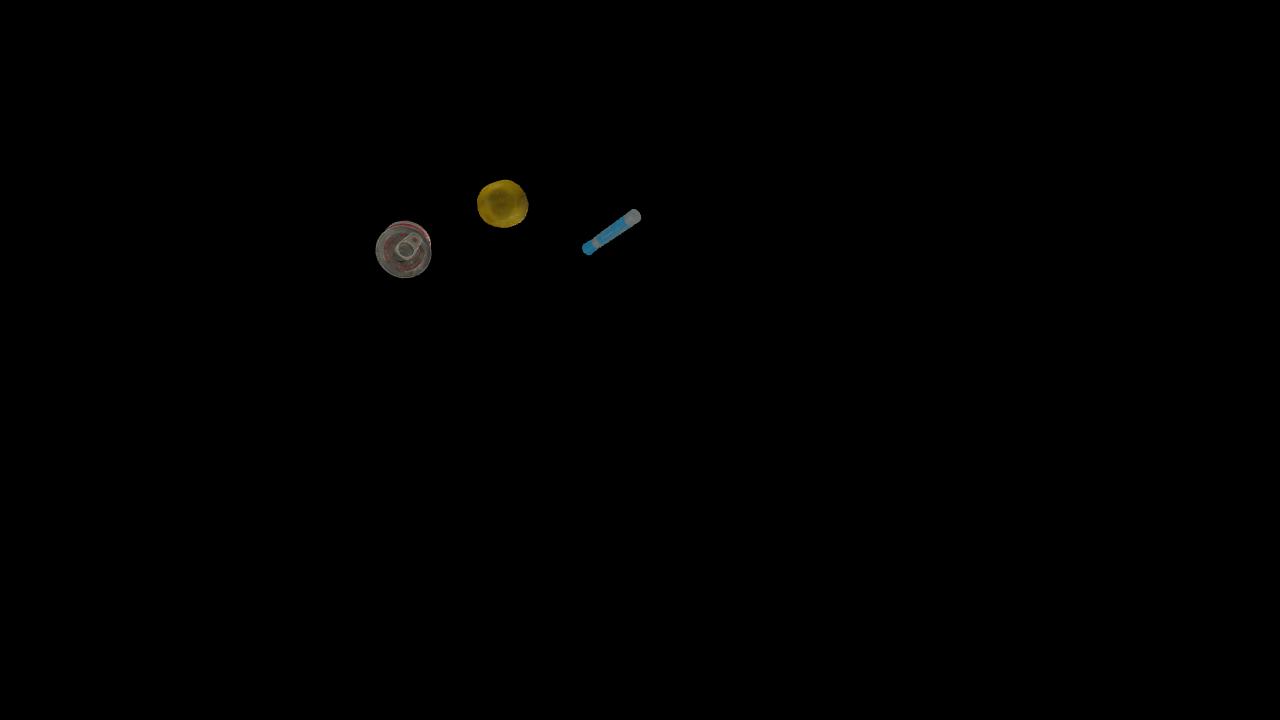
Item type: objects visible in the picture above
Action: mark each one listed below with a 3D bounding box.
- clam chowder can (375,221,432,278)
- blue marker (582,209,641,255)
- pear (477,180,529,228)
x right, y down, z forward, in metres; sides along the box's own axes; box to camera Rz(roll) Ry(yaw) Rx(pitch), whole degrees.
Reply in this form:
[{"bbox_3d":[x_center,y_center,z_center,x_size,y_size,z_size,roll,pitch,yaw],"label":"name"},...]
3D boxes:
[{"bbox_3d":[-0.317,-0.152,0.831,0.068,0.068,0.102,0,16,-19],"label":"clam chowder can"},{"bbox_3d":[-0.043,-0.177,0.863,0.020,0.020,0.121,0,-16,-41],"label":"blue marker"},{"bbox_3d":[-0.221,-0.256,1.005,0.080,0.080,0.111,0,20,-4],"label":"pear"}]
